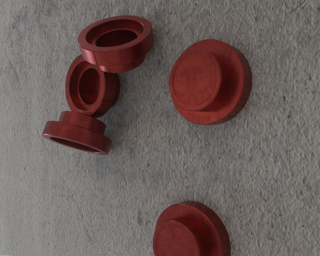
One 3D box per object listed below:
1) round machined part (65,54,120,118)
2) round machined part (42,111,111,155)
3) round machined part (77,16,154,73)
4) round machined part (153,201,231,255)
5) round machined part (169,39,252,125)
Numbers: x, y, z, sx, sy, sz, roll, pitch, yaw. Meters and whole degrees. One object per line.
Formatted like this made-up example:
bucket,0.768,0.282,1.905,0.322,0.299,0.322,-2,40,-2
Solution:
round machined part,-0.100,-0.063,0.476,0.098,0.042,0.097,0,90,40
round machined part,-0.119,0.006,0.460,0.098,0.098,0.042,3,72,40
round machined part,-0.056,-0.110,0.417,0.098,0.099,0.042,32,147,35
round machined part,0.030,0.140,0.369,0.098,0.042,0.097,0,90,40
round machined part,0.049,-0.052,0.353,0.098,0.042,0.097,0,90,40
